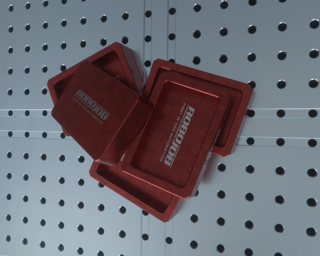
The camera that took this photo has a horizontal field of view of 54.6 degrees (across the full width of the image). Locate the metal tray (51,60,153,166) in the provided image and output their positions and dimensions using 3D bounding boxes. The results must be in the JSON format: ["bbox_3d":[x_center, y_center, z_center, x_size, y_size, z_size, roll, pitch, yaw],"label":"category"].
[{"bbox_3d":[-0.079,-0.023,0.395,0.130,0.030,0.090,36,94,39],"label":"metal tray"}]

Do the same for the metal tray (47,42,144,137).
[{"bbox_3d":[-0.090,-0.052,0.442,0.130,0.030,0.090,-24,82,19],"label":"metal tray"}]

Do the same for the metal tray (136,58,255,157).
[{"bbox_3d":[0.042,-0.027,0.394,0.130,0.030,0.090,20,96,19],"label":"metal tray"}]

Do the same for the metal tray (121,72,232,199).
[{"bbox_3d":[0.020,0.008,0.370,0.090,0.030,0.130,21,85,19],"label":"metal tray"}]

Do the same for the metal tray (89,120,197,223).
[{"bbox_3d":[-0.022,0.053,0.418,0.130,0.030,0.090,28,99,18],"label":"metal tray"}]
